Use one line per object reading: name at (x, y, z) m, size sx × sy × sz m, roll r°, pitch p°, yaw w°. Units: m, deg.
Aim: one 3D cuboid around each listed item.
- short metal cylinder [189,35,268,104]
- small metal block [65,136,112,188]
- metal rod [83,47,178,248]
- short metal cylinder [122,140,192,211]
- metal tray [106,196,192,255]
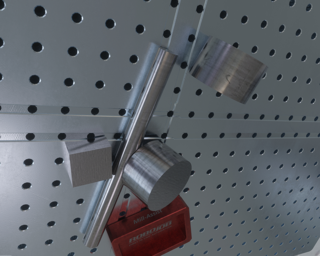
short metal cylinder at (0.082, -0.071, 0.377) m, size 0.081 × 0.080 × 0.050 m, roll 18°, pitch 109°, yaw -35°
small metal block at (-0.089, 0.042, 0.389) m, size 0.050 × 0.025 × 0.050 m, roll -10°, pitch 123°, yaw -23°
metal rod at (-0.046, 0.039, 0.410) m, size 0.025 × 0.025 × 0.298 m, roll 10°, pitch 113°, yaw -33°
short metal cylinder at (-0.003, 0.063, 0.416) m, size 0.081 × 0.050 × 0.079 m, roll -33°, pitch 143°, yaw -30°
metal tray at (-0.014, 0.174, 0.507) m, size 0.131 × 0.030 × 0.089 m, roll -20°, pitch 126°, yaw -17°
